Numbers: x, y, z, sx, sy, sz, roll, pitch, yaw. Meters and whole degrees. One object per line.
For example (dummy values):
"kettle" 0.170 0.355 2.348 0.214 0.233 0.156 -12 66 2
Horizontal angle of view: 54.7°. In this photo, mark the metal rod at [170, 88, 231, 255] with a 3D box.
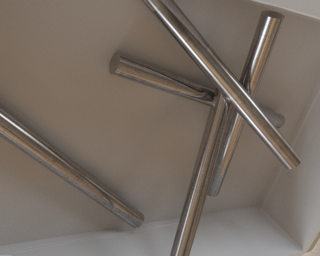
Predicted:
"metal rod" 0.048 0.083 0.396 0.025 0.025 0.298 16 90 -35

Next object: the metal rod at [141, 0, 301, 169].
"metal rod" 0.082 -0.050 0.367 0.025 0.025 0.300 -45 113 3

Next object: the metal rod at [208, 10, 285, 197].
"metal rod" 0.105 -0.009 0.429 0.025 0.025 0.298 -11 133 -23

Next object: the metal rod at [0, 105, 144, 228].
"metal rod" -0.110 0.054 0.381 0.025 0.025 0.300 -41 130 0

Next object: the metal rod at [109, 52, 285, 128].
"metal rod" 0.072 -0.041 0.422 0.302 0.025 0.025 14 111 -34
